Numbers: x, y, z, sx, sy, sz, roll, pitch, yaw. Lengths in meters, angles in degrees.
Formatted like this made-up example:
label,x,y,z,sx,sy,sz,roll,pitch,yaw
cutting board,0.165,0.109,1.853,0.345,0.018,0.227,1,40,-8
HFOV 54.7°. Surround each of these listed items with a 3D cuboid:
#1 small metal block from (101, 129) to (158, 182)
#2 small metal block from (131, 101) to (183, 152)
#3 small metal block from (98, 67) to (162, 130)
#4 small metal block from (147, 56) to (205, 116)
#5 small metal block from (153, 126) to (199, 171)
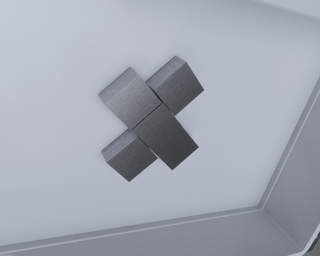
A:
label,x,y,z,sx,sy,sz,roll,pitch,yaw
small metal block,-0.039,0.036,0.407,0.050,0.025,0.050,-40,130,0
small metal block,-0.007,-0.006,0.397,0.050,0.025,0.050,-41,130,0
small metal block,-0.035,-0.034,0.366,0.050,0.025,0.050,-41,130,0
small metal block,0.019,-0.052,0.384,0.050,0.025,0.050,-42,130,-1
small metal block,0.018,0.023,0.430,0.050,0.025,0.050,-41,130,0
